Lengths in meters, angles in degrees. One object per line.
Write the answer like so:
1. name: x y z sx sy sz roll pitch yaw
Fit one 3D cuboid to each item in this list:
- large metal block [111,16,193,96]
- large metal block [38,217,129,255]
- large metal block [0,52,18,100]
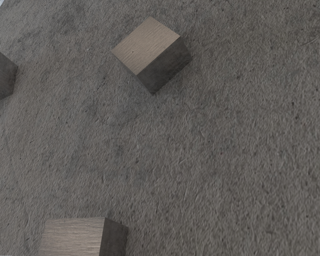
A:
1. large metal block: -0.013 -0.108 0.461 0.080 0.050 0.080 -42 51 -1
2. large metal block: -0.087 0.147 0.344 0.080 0.050 0.080 -9 58 23
3. large metal block: -0.344 -0.098 0.629 0.080 0.050 0.080 -20 54 16
